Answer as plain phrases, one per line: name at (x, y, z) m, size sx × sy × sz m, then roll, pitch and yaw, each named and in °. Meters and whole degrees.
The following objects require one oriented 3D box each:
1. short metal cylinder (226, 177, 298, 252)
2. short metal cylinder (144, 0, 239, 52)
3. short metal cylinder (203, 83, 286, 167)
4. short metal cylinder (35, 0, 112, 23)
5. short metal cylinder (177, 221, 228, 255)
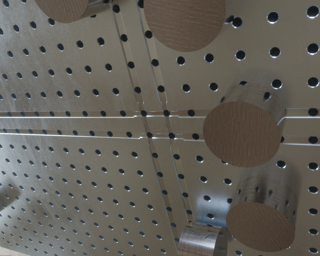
short metal cylinder at (0.130, 0.109, 0.394) m, size 0.080 × 0.050 × 0.079 m, roll 13°, pitch 124°, yaw 21°
short metal cylinder at (0.031, -0.121, 0.304) m, size 0.080 × 0.050 × 0.079 m, roll 13°, pitch 124°, yaw 21°
short metal cylinder at (0.094, -0.003, 0.343) m, size 0.080 × 0.050 × 0.079 m, roll 13°, pitch 124°, yaw 21°
short metal cylinder at (-0.098, -0.163, 0.346) m, size 0.080 × 0.050 × 0.079 m, roll 13°, pitch 124°, yaw 21°
short metal cylinder at (0.064, 0.181, 0.454) m, size 0.050 × 0.080 × 0.079 m, roll 3°, pitch 120°, yaw 27°
